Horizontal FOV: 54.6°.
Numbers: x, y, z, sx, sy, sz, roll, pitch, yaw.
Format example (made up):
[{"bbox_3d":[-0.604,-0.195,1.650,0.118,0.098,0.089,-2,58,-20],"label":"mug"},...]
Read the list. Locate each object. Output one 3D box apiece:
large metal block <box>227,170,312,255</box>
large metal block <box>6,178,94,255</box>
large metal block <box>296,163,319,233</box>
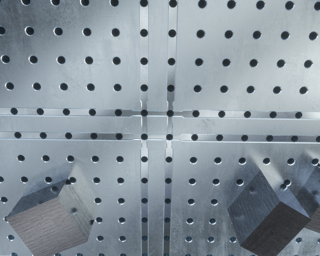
[{"bbox_3d":[0.146,0.119,0.429,0.050,0.080,0.080,31,107,-11],"label":"large metal block"},{"bbox_3d":[-0.154,0.131,0.447,0.080,0.050,0.080,-23,109,8],"label":"large metal block"},{"bbox_3d":[0.250,0.108,0.441,0.080,0.050,0.080,21,109,-8],"label":"large metal block"}]
